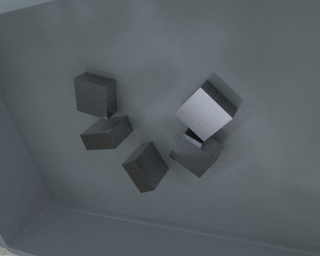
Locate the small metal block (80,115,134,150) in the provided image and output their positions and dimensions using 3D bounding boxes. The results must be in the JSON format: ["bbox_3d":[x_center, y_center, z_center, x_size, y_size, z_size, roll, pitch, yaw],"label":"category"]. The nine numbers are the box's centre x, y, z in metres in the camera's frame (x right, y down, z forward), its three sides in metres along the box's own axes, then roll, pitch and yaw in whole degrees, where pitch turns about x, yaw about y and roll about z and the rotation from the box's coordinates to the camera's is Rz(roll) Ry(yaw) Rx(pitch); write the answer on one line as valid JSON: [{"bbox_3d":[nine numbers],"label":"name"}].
[{"bbox_3d":[-0.074,0.007,0.436,0.050,0.050,0.025,-5,116,30],"label":"small metal block"}]

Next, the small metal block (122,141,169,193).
[{"bbox_3d":[-0.019,0.055,0.436,0.025,0.050,0.050,-20,108,36],"label":"small metal block"}]

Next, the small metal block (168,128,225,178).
[{"bbox_3d":[0.046,0.030,0.397,0.050,0.025,0.050,35,141,4],"label":"small metal block"}]

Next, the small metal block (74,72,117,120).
[{"bbox_3d":[-0.088,-0.045,0.428,0.050,0.025,0.050,16,125,19],"label":"small metal block"}]

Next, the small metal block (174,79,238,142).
[{"bbox_3d":[0.054,-0.020,0.368,0.050,0.025,0.050,44,129,-2],"label":"small metal block"}]
